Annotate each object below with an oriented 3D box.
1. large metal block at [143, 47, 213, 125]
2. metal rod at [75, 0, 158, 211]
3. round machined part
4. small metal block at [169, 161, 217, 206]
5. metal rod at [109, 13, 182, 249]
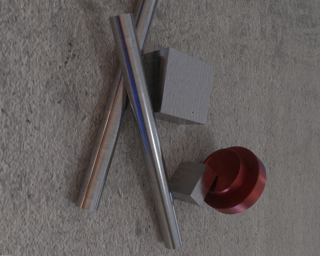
[{"bbox_3d":[0.020,-0.051,0.407,0.081,0.050,0.080,13,82,-40],"label":"large metal block"},{"bbox_3d":[-0.043,-0.054,0.369,0.025,0.025,0.299,24,75,-38],"label":"metal rod"},{"bbox_3d":[0.095,0.068,0.440,0.042,0.098,0.098,39,66,-34],"label":"round machined part"},{"bbox_3d":[0.042,0.075,0.426,0.025,0.050,0.050,50,60,-29],"label":"small metal block"},{"bbox_3d":[-0.012,0.019,0.374,0.025,0.025,0.298,-27,114,-37],"label":"metal rod"}]
